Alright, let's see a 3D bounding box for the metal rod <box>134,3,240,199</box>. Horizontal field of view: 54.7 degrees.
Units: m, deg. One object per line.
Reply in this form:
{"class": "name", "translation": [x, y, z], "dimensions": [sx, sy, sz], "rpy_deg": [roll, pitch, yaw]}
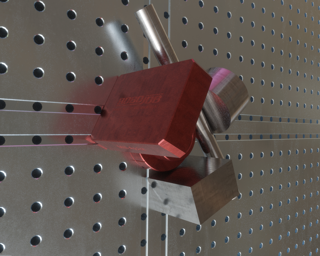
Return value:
{"class": "metal rod", "translation": [0.046, -0.020, 0.422], "dimensions": [0.025, 0.025, 0.299], "rpy_deg": [-43, 116, -32]}

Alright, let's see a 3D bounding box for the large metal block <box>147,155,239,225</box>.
{"class": "large metal block", "translation": [0.044, 0.077, 0.413], "dimensions": [0.081, 0.080, 0.050], "rpy_deg": [-25, 106, -38]}

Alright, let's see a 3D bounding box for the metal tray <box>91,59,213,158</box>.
{"class": "metal tray", "translation": [-0.014, -0.019, 0.331], "dimensions": [0.030, 0.130, 0.090], "rpy_deg": [34, 69, -35]}

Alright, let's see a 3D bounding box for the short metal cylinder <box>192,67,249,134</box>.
{"class": "short metal cylinder", "translation": [0.077, -0.039, 0.439], "dimensions": [0.050, 0.080, 0.080], "rpy_deg": [-45, 117, -31]}

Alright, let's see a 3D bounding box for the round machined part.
{"class": "round machined part", "translation": [0.009, 0.009, 0.407], "dimensions": [0.099, 0.042, 0.097], "rpy_deg": [0, 90, -40]}
